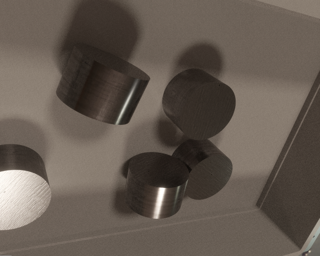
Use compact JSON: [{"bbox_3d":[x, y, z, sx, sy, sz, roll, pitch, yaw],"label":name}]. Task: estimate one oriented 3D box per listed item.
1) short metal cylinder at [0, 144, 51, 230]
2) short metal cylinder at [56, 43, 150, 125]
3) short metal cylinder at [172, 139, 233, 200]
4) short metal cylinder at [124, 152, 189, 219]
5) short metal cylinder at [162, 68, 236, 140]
[{"bbox_3d":[-0.166,0.065,0.342,0.081,0.050,0.079,-14,125,-21],"label":"short metal cylinder"},{"bbox_3d":[-0.057,-0.045,0.315,0.081,0.080,0.050,15,111,-35],"label":"short metal cylinder"},{"bbox_3d":[0.061,0.060,0.465,0.081,0.050,0.079,-14,125,-21],"label":"short metal cylinder"},{"bbox_3d":[-0.005,0.075,0.418,0.081,0.080,0.050,-3,120,-27],"label":"short metal cylinder"},{"bbox_3d":[0.050,-0.031,0.402,0.081,0.050,0.079,-14,125,-21],"label":"short metal cylinder"}]
